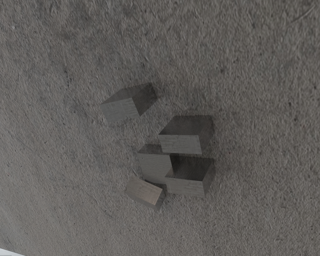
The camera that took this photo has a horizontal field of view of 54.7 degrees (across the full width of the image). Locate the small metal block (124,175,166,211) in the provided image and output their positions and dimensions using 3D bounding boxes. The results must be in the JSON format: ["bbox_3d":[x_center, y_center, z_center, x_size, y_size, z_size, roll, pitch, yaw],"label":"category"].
[{"bbox_3d":[-0.022,0.099,0.465,0.050,0.025,0.050,21,159,15],"label":"small metal block"}]

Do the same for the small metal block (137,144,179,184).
[{"bbox_3d":[0.001,0.051,0.438,0.050,0.025,0.050,1,119,28],"label":"small metal block"}]

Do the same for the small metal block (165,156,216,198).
[{"bbox_3d":[0.041,0.062,0.408,0.050,0.050,0.025,2,119,27],"label":"small metal block"}]

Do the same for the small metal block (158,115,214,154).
[{"bbox_3d":[0.033,0.007,0.377,0.050,0.050,0.025,0,119,28],"label":"small metal block"}]

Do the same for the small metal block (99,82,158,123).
[{"bbox_3d":[-0.038,-0.033,0.391,0.050,0.050,0.025,-9,114,32],"label":"small metal block"}]
